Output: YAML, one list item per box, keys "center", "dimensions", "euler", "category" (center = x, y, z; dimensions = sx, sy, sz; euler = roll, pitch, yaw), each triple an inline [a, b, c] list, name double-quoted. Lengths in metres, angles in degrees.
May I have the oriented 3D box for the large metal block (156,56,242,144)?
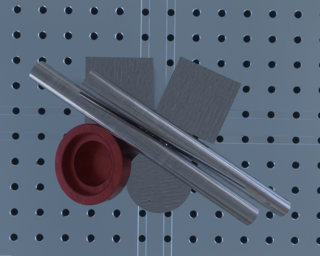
- center: [0.045, -0.034, 0.396]
  dimensions: [0.080, 0.050, 0.080]
  euler: [24, 90, 0]
  category: "large metal block"

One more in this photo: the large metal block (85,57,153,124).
- center: [-0.049, -0.045, 0.393]
  dimensions: [0.081, 0.050, 0.079]
  euler: [1, 90, 0]
  category: "large metal block"

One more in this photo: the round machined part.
- center: [-0.079, 0.044, 0.389]
  dimensions: [0.098, 0.042, 0.097]
  euler: [-1, 86, 23]
  category: "round machined part"

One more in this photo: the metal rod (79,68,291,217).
- center: [0.042, 0.026, 0.373]
  dimensions: [0.301, 0.025, 0.025]
  euler: [33, 90, -15]
  category: "metal rod"

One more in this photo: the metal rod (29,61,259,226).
- center: [-0.017, 0.018, 0.358]
  dimensions: [0.301, 0.025, 0.025]
  euler: [34, 90, -1]
  category: "metal rod"

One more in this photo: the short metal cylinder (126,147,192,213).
- center: [-0.001, 0.062, 0.396]
  dimensions: [0.081, 0.050, 0.079]
  euler: [0, 90, 0]
  category: "short metal cylinder"
